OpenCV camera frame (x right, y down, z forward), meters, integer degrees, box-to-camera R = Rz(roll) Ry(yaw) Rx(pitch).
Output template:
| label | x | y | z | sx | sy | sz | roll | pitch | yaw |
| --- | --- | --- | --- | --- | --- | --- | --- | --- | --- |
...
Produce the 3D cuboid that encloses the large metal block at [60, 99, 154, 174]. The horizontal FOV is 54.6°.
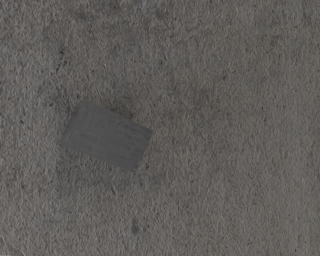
| label | x | y | z | sx | sy | sz | roll | pitch | yaw |
| --- | --- | --- | --- | --- | --- | --- | --- | --- | --- |
| large metal block | -0.065 | 0.009 | 0.356 | 0.080 | 0.080 | 0.050 | 25 | 82 | -18 |
